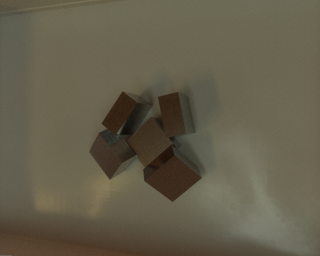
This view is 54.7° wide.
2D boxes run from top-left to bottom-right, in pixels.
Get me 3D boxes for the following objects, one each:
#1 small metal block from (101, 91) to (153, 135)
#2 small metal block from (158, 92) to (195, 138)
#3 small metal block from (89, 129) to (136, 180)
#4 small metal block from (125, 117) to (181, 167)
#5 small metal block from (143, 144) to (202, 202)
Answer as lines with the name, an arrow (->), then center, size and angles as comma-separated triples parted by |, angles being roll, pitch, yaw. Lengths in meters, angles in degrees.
small metal block -> -0.042, -0.018, 0.409 | 0.025, 0.050, 0.050 | 38, 102, 16
small metal block -> 0.022, -0.015, 0.386 | 0.025, 0.050, 0.050 | -12, 86, 18
small metal block -> -0.065, 0.034, 0.418 | 0.050, 0.025, 0.050 | 51, 138, 12
small metal block -> -0.009, 0.021, 0.410 | 0.050, 0.025, 0.050 | -44, 77, 14
small metal block -> 0.015, 0.057, 0.389 | 0.050, 0.025, 0.050 | -43, 114, 14
